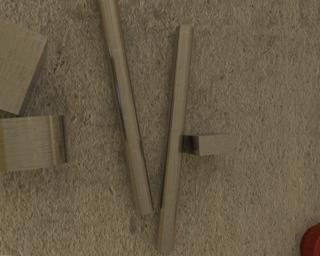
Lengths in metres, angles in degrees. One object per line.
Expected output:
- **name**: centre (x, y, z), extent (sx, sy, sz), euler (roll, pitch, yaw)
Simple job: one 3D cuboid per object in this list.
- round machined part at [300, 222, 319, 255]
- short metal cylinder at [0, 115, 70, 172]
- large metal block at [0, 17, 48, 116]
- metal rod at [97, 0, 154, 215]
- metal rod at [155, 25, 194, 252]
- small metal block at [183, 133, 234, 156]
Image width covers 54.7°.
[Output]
- **round machined part**: centre (0.269, 0.198, 0.502), extent (0.099, 0.042, 0.097), euler (0, 90, -21)
- **short metal cylinder**: centre (-0.140, 0.014, 0.328), extent (0.081, 0.080, 0.050), euler (-5, 92, -20)
- **large metal block**: centre (-0.156, -0.058, 0.322), extent (0.050, 0.080, 0.080), euler (20, 83, -19)
- **metal rod**: centre (-0.045, -0.038, 0.393), extent (0.025, 0.025, 0.298), euler (-11, 94, -20)
- **metal rod**: centre (0.020, 0.012, 0.417), extent (0.025, 0.025, 0.298), euler (6, 88, -20)
- **small metal block**: centre (0.064, 0.021, 0.421), extent (0.050, 0.050, 0.025), euler (-4, 92, -20)
